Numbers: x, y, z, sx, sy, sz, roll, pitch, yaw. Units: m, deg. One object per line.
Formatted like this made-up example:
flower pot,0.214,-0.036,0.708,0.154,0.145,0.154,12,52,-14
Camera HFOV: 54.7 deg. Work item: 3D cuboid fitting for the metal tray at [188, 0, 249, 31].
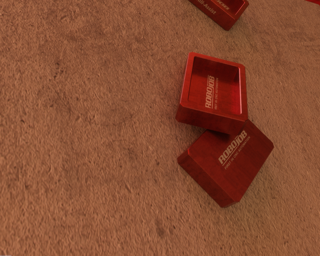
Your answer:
metal tray,0.108,-0.262,0.617,0.130,0.030,0.090,38,51,-3

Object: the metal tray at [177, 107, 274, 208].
metal tray,0.095,0.034,0.431,0.090,0.030,0.131,46,51,3

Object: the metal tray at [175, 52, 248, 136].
metal tray,0.076,-0.054,0.446,0.091,0.030,0.130,14,46,-1
